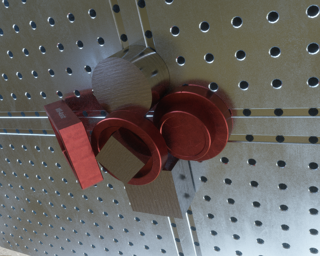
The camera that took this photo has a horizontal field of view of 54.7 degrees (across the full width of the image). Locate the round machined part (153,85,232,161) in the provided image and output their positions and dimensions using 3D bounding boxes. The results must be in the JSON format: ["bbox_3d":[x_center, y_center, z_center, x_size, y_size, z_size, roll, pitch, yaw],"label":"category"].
[{"bbox_3d":[0.035,0.001,0.381,0.098,0.042,0.097,13,124,21],"label":"round machined part"}]

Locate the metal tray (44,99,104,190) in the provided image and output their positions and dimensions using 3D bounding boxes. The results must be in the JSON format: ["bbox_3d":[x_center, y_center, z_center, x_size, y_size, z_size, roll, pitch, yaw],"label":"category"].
[{"bbox_3d":[-0.125,0.019,0.439,0.130,0.030,0.089,33,142,57],"label":"metal tray"}]

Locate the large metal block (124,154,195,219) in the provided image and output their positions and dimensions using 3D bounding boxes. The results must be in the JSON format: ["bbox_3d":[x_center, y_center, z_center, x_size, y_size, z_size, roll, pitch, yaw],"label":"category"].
[{"bbox_3d":[-0.003,0.076,0.440,0.080,0.050,0.080,1,119,28],"label":"large metal block"}]

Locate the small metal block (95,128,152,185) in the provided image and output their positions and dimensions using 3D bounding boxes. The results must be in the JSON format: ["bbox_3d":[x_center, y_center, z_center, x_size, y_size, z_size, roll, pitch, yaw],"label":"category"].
[{"bbox_3d":[-0.043,0.033,0.375,0.050,0.025,0.050,41,129,0],"label":"small metal block"}]

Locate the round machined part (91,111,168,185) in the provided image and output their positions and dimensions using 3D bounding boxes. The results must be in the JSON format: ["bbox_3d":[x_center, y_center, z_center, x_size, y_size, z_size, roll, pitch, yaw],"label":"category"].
[{"bbox_3d":[-0.035,0.021,0.394,0.098,0.042,0.097,13,124,21],"label":"round machined part"}]

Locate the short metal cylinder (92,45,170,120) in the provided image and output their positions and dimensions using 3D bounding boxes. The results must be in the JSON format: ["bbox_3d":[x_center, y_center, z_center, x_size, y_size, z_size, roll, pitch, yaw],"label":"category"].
[{"bbox_3d":[-0.035,-0.055,0.379,0.080,0.050,0.079,13,124,21],"label":"short metal cylinder"}]
